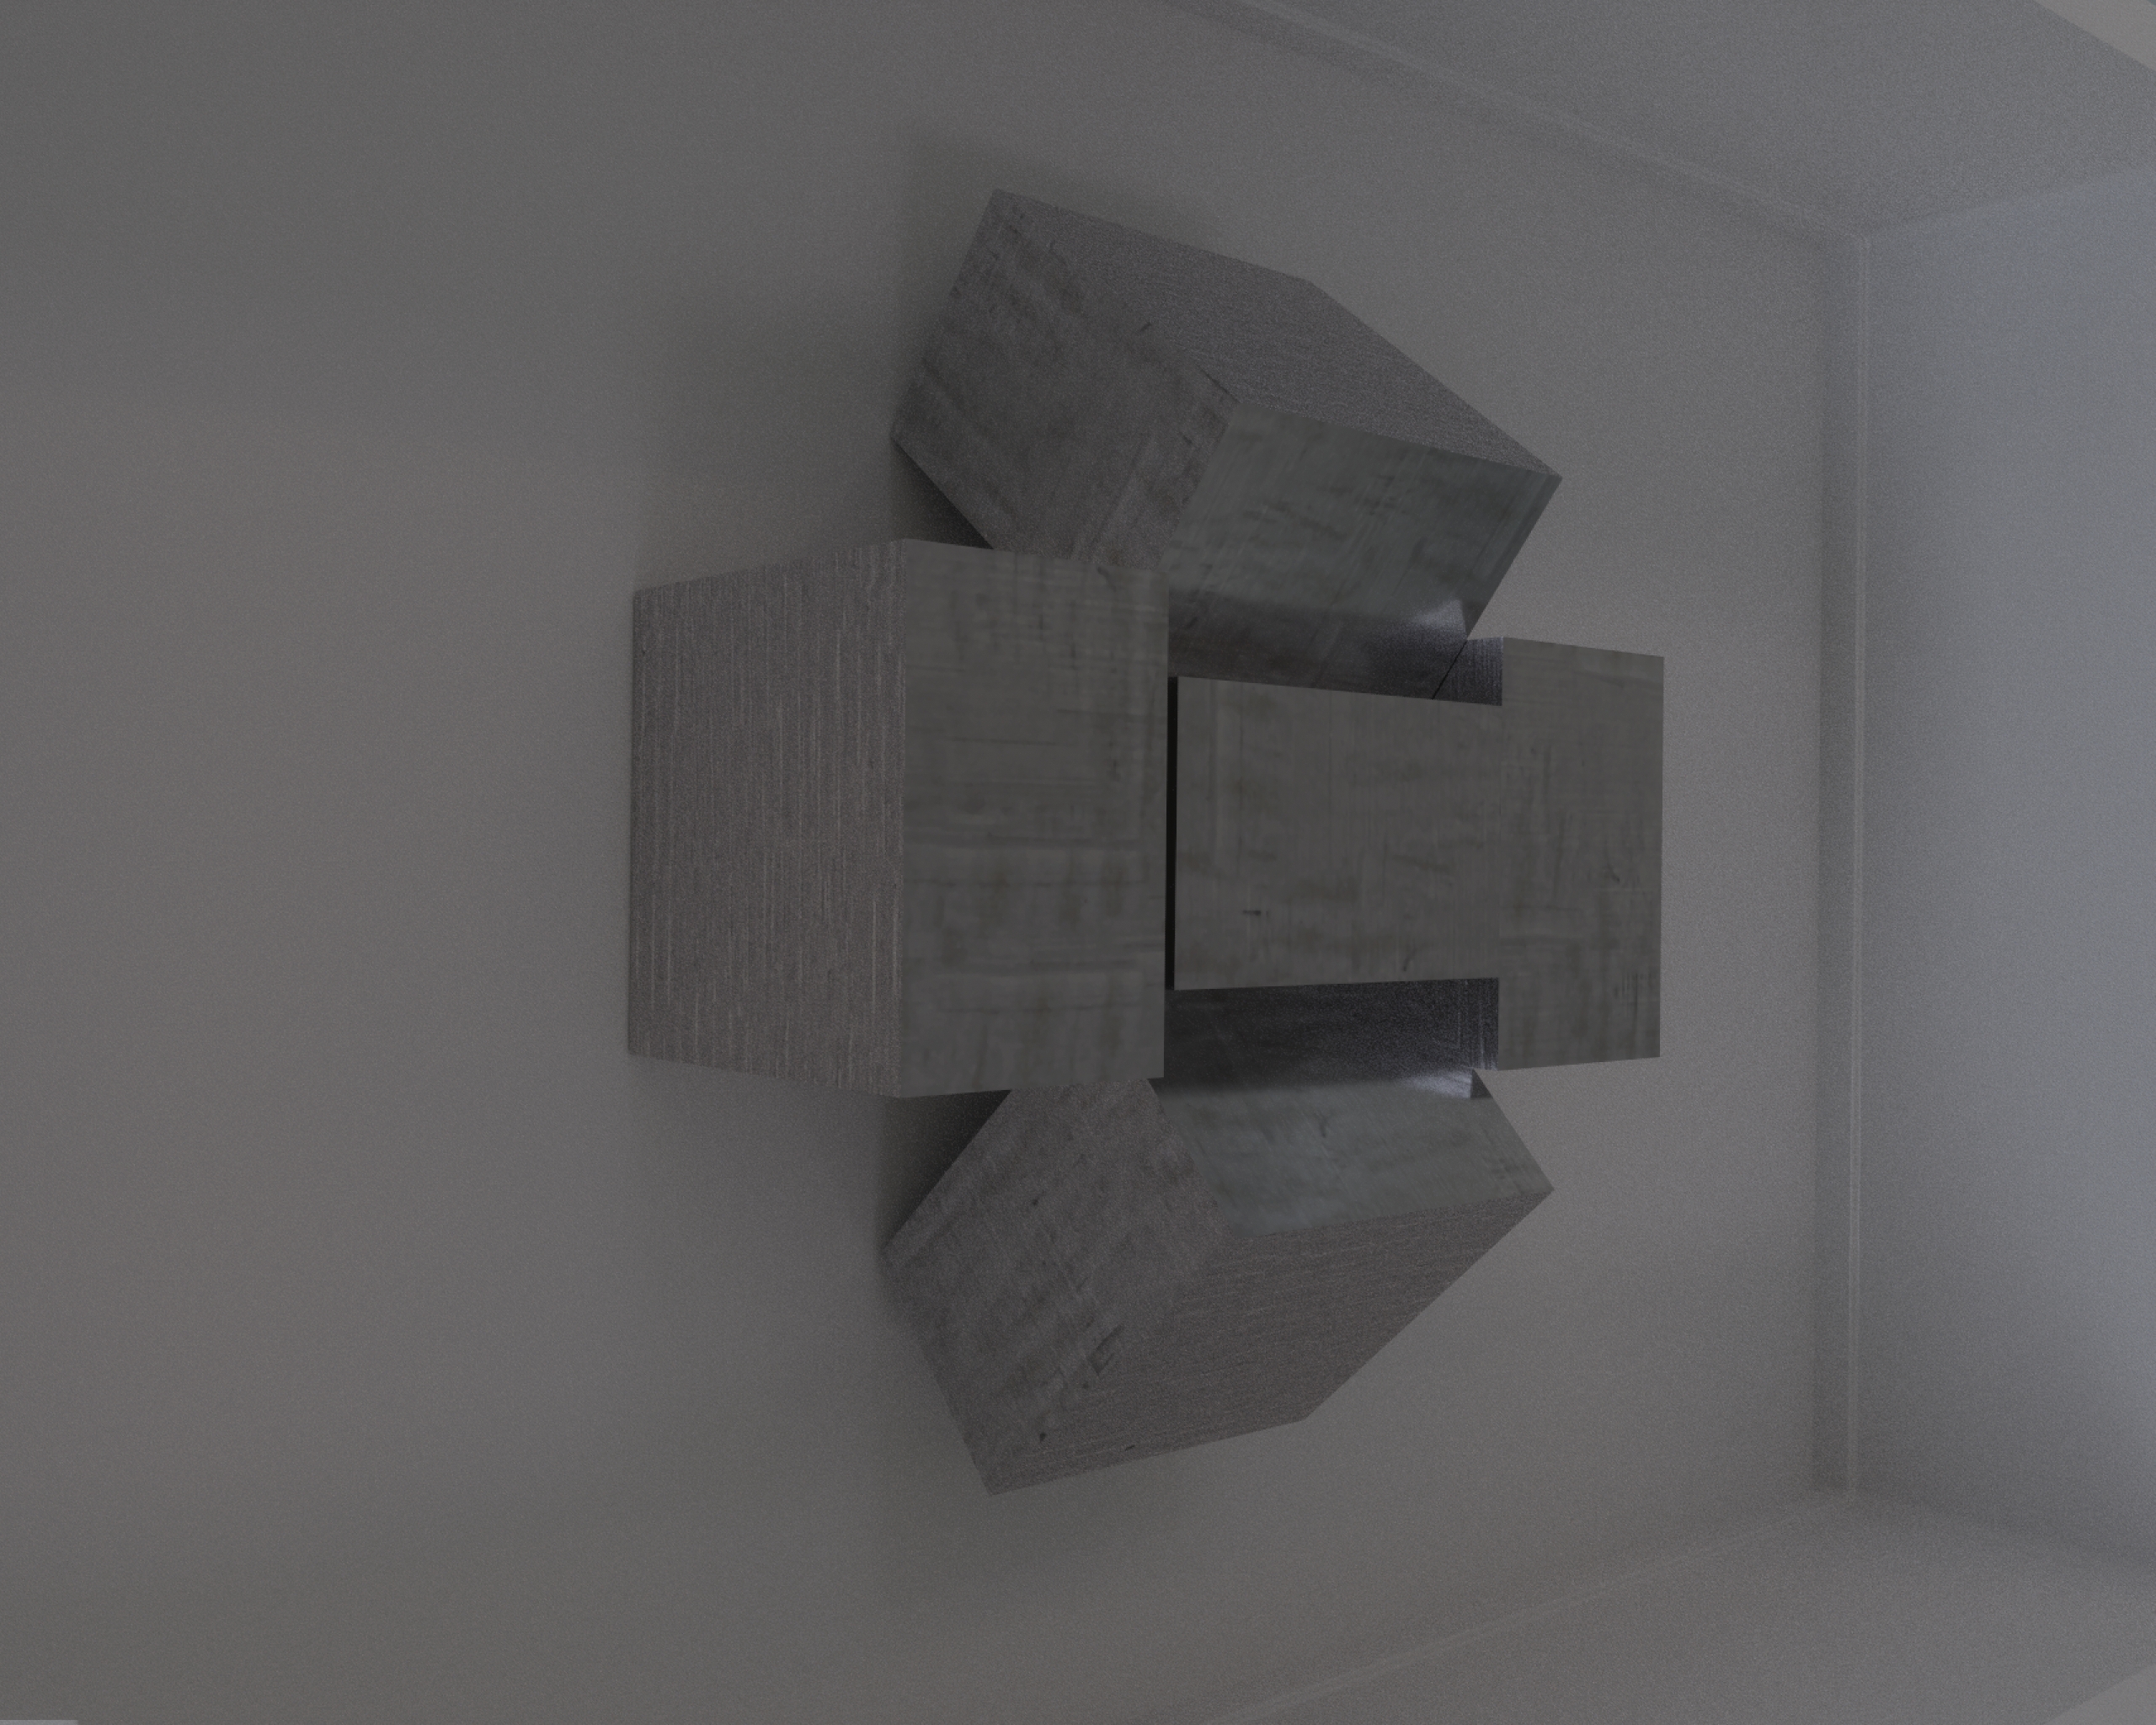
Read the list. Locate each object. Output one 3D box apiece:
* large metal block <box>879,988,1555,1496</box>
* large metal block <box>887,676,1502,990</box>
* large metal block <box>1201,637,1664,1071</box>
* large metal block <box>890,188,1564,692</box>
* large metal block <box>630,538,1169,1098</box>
[{"bbox_3d":[0.024,0.066,0.381,0.081,0.080,0.050,1,48,-41],"label":"large metal block"},{"bbox_3d":[0.021,-0.005,0.386,0.081,0.080,0.050,1,90,-40],"label":"large metal block"},{"bbox_3d":[0.071,-0.002,0.429,0.050,0.080,0.080,1,90,-40],"label":"large metal block"},{"bbox_3d":[0.026,-0.075,0.382,0.081,0.080,0.050,2,126,-40],"label":"large metal block"},{"bbox_3d":[-0.031,-0.006,0.343,0.050,0.080,0.080,1,90,-40],"label":"large metal block"}]
